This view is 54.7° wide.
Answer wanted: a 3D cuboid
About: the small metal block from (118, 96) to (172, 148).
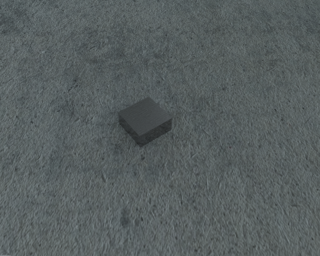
[{"bbox_3d":[-0.020,-0.009,0.412,0.050,0.025,0.050,-30,56,-23],"label":"small metal block"}]
